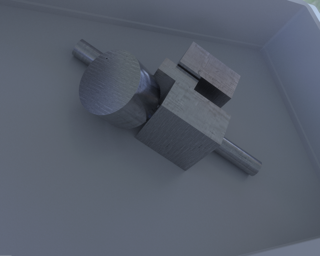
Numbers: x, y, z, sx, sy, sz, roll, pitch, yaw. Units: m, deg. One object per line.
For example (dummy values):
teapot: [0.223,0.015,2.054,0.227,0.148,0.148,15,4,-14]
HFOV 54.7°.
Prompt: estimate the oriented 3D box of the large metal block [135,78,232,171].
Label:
large metal block: [0.027,-0.001,0.386,0.080,0.080,0.050,34,51,-6]

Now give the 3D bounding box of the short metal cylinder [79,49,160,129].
short metal cylinder: [-0.047,-0.044,0.364,0.050,0.080,0.080,37,35,-59]

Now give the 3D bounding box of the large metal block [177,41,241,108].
large metal block: [0.051,-0.058,0.435,0.080,0.080,0.050,35,51,-6]

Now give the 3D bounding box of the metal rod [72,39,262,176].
metal rod: [0.014,-0.025,0.429,0.301,0.025,0.025,34,51,-6]

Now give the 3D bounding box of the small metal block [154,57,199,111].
small metal block: [0.013,-0.054,0.400,0.050,0.050,0.025,35,51,-5]
